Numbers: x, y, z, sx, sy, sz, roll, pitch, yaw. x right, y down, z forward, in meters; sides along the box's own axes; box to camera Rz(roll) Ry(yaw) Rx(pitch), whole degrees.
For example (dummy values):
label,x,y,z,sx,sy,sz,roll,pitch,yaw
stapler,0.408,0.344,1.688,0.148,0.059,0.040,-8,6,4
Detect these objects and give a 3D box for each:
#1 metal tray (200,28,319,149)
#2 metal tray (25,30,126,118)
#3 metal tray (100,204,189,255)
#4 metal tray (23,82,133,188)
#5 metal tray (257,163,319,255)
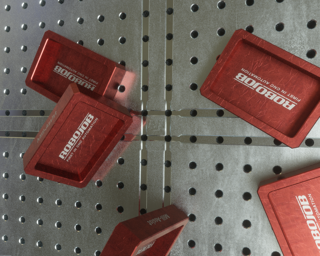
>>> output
label,x,y,z,sx,sy,sz,roll,pitch,yaw
metal tray,0.125,-0.047,0.365,0.130,0.030,0.090,33,100,16
metal tray,-0.126,-0.076,0.452,0.130,0.030,0.090,29,99,17
metal tray,-0.022,0.144,0.362,0.030,0.131,0.090,33,101,26
metal tray,-0.109,0.015,0.413,0.129,0.090,0.030,-53,38,13
metal tray,0.177,0.112,0.347,0.090,0.030,0.129,-23,83,18
